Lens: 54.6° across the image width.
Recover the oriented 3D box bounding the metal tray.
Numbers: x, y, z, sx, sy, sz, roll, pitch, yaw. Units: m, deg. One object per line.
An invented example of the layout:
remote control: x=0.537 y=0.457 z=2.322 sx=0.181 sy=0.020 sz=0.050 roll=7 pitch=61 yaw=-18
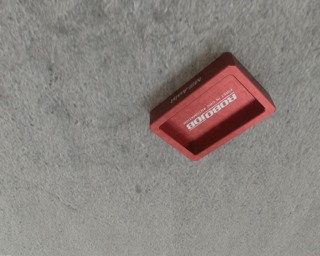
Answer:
metal tray: x=0.062 y=-0.020 z=0.386 sx=0.130 sy=0.030 sz=0.090 roll=-37 pitch=121 yaw=27
